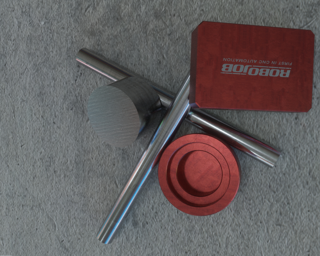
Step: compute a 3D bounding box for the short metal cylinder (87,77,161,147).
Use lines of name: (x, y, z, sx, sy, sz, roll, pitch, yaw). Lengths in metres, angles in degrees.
short metal cylinder: (-0.046, -0.022, 0.399, 0.080, 0.050, 0.079, 13, 116, 27)

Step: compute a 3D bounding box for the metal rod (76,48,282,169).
metal rod: (0.012, -0.034, 0.407, 0.300, 0.025, 0.025, 30, 100, 17)

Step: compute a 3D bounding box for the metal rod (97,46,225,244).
metal rod: (-0.007, 0.030, 0.394, 0.025, 0.025, 0.298, 35, 108, 16)

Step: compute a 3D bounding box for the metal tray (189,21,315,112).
metal tray: (0.101, -0.064, 0.342, 0.131, 0.030, 0.089, 2, 91, -8)

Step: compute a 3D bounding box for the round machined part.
round machined part: (0.051, 0.055, 0.383, 0.098, 0.042, 0.097, 0, 90, 20)
